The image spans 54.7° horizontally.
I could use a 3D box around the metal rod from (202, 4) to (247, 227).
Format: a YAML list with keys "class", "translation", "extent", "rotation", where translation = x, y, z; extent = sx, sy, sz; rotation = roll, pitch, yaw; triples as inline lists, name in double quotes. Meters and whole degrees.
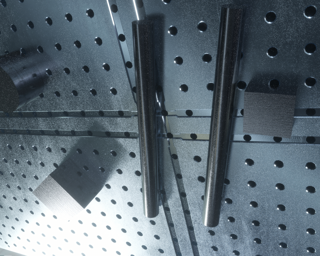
- class: "metal rod"
  translation: [0.073, 0.009, 0.377]
  extent: [0.025, 0.025, 0.298]
  rotation: [13, 124, 21]

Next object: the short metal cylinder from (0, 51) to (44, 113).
- class: "short metal cylinder"
  translation: [-0.226, -0.070, 0.468]
  extent: [0.080, 0.050, 0.079]
  rotation: [13, 124, 20]

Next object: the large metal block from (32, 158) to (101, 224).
- class: "large metal block"
  translation: [-0.166, 0.112, 0.549]
  extent: [0.080, 0.050, 0.080]
  rotation: [46, 129, -5]

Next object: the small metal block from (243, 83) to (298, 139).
- class: "small metal block"
  translation: [0.119, -0.019, 0.336]
  extent: [0.050, 0.025, 0.050]
  rotation: [8, 122, 24]

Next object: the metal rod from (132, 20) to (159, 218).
- class: "metal rod"
  translation: [-0.017, 0.009, 0.423]
  extent: [0.025, 0.025, 0.298]
  rotation: [12, 124, 21]
